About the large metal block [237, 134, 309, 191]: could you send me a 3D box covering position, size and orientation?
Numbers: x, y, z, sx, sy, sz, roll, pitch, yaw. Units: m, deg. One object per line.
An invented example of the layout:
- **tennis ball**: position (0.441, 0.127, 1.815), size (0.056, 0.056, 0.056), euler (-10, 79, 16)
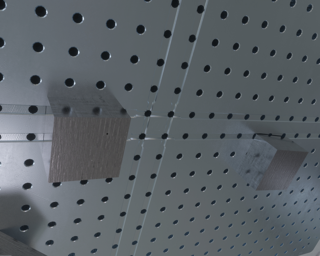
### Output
- **large metal block**: position (0.194, 0.060, 0.537), size (0.081, 0.050, 0.079), euler (6, 116, -31)

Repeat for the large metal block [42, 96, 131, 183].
- **large metal block**: position (-0.086, 0.012, 0.355), size (0.081, 0.050, 0.079), euler (0, 119, -28)

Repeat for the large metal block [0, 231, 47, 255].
- **large metal block**: position (-0.186, 0.182, 0.367), size (0.080, 0.080, 0.050), euler (33, 101, -9)
